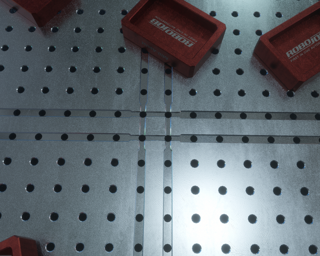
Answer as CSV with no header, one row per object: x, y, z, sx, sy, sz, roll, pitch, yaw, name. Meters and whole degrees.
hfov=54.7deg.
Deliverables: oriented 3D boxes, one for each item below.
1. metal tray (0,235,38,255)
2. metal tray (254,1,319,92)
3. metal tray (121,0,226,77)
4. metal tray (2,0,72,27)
-0.164,0.189,0.313,0.090,0.030,0.130,-27,59,3,metal tray
0.219,-0.123,0.456,0.131,0.030,0.090,-32,74,-12,metal tray
0.020,-0.146,0.462,0.130,0.030,0.090,35,73,11,metal tray
-0.208,-0.230,0.490,0.130,0.030,0.090,36,74,12,metal tray
